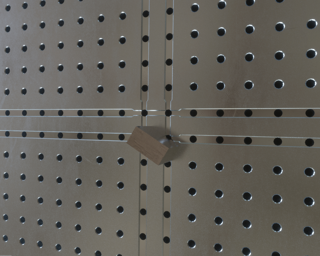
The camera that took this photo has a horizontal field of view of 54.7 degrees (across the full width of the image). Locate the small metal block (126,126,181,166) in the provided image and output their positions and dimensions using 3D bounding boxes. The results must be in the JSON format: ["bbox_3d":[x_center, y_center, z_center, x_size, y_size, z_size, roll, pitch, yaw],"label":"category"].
[{"bbox_3d":[-0.007,0.021,0.401,0.050,0.050,0.025,34,101,16],"label":"small metal block"}]
